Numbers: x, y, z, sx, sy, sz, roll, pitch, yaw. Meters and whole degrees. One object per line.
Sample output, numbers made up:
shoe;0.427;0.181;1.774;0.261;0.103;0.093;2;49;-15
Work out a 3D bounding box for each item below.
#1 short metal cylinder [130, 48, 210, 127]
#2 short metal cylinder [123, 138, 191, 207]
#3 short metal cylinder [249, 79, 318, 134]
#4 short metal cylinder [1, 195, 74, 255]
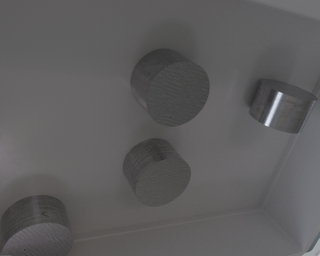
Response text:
short metal cylinder;0.011;-0.048;0.369;0.081;0.050;0.079;-14;124;-21
short metal cylinder;-0.005;0.061;0.427;0.081;0.050;0.079;-14;124;-21
short metal cylinder;0.177;-0.033;0.449;0.081;0.080;0.050;1;118;-29
short metal cylinder;-0.155;0.132;0.390;0.081;0.050;0.079;-14;124;-21
